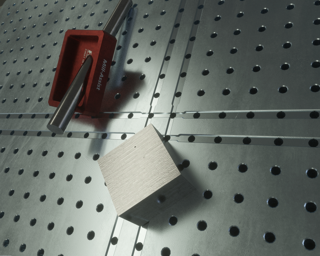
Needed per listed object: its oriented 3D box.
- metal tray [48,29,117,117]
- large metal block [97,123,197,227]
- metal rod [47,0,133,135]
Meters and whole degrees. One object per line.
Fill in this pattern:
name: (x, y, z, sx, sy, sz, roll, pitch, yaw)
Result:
metal tray: (-0.126, -0.090, 0.497, 0.090, 0.030, 0.129, 13, 89, 33)
large metal block: (-0.017, 0.055, 0.367, 0.080, 0.050, 0.080, -35, 51, 5)
metal rod: (-0.105, -0.119, 0.512, 0.025, 0.025, 0.300, 0, 54, 28)
